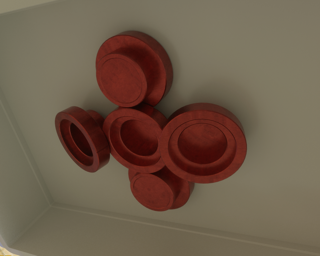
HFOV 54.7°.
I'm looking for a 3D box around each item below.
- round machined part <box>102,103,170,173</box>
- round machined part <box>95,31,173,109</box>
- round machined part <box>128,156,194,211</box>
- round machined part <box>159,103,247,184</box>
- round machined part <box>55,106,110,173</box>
[{"bbox_3d":[-0.024,0.009,0.413,0.098,0.042,0.097,13,124,21],"label":"round machined part"},{"bbox_3d":[-0.038,-0.064,0.376,0.098,0.042,0.097,13,124,21],"label":"round machined part"},{"bbox_3d":[-0.004,0.081,0.448,0.098,0.042,0.097,13,124,21],"label":"round machined part"},{"bbox_3d":[0.050,0.014,0.367,0.098,0.042,0.097,4,118,7],"label":"round machined part"},{"bbox_3d":[-0.104,0.012,0.448,0.098,0.042,0.097,28,135,32],"label":"round machined part"}]
